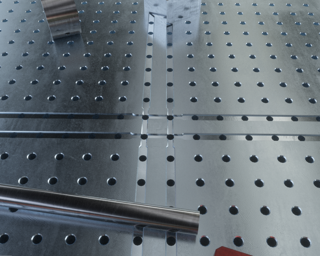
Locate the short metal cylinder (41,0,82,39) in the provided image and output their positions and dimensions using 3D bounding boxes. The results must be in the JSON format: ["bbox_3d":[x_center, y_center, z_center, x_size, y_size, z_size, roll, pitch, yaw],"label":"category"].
[{"bbox_3d":[-0.173,-0.200,0.539,0.050,0.080,0.080,-18,52,-14],"label":"short metal cylinder"}]

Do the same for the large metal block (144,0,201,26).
[{"bbox_3d":[0.024,-0.252,0.603,0.081,0.050,0.080,-27,55,-21],"label":"large metal block"}]

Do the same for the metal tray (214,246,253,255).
[{"bbox_3d":[0.076,0.177,0.256,0.090,0.030,0.130,14,51,11],"label":"metal tray"}]

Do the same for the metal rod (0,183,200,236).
[{"bbox_3d":[-0.109,0.082,0.337,0.302,0.025,0.025,7,50,5],"label":"metal rod"}]
